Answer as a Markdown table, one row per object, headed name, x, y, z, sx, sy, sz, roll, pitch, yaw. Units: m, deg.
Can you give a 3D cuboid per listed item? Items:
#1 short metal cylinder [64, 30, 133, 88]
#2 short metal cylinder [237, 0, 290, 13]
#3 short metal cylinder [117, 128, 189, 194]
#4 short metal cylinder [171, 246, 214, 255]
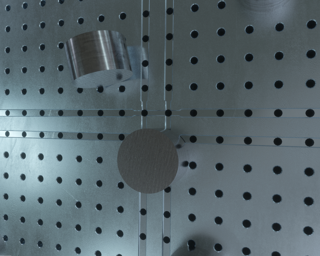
| name | x | y | z | sx | sy | sz | roll | pitch | yaw |
| --- | --- | --- | --- | --- | --- | --- | --- | --- | --- |
| short metal cylinder | -0.081 | -0.089 | 0.411 | 0.080 | 0.080 | 0.050 | -14 | 86 | 19 |
| short metal cylinder | 0.121 | -0.182 | 0.356 | 0.080 | 0.050 | 0.079 | 0 | 90 | 19 |
| short metal cylinder | -0.008 | 0.040 | 0.401 | 0.080 | 0.050 | 0.079 | 0 | 90 | 19 |
| short metal cylinder | 0.037 | 0.196 | 0.386 | 0.080 | 0.050 | 0.079 | 0 | 90 | 19 |
